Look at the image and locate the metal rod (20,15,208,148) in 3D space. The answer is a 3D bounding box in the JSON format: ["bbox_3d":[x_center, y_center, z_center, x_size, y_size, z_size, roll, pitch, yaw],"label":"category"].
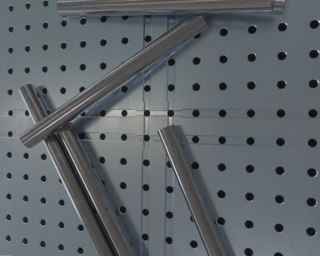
[{"bbox_3d":[-0.070,-0.060,0.423,0.300,0.025,0.025,-32,80,11],"label":"metal rod"}]

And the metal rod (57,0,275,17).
[{"bbox_3d":[-0.011,-0.160,0.401,0.300,0.025,0.025,8,93,25],"label":"metal rod"}]

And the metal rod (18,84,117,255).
[{"bbox_3d":[-0.138,0.067,0.462,0.025,0.025,0.299,-32,80,17],"label":"metal rod"}]

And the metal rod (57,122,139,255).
[{"bbox_3d":[-0.071,0.127,0.438,0.025,0.025,0.299,-32,80,17],"label":"metal rod"}]

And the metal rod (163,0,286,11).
[{"bbox_3d":[0.007,-0.179,0.410,0.301,0.025,0.025,12,94,19],"label":"metal rod"}]

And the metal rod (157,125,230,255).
[{"bbox_3d":[0.064,0.138,0.390,0.025,0.025,0.299,-25,82,18],"label":"metal rod"}]
